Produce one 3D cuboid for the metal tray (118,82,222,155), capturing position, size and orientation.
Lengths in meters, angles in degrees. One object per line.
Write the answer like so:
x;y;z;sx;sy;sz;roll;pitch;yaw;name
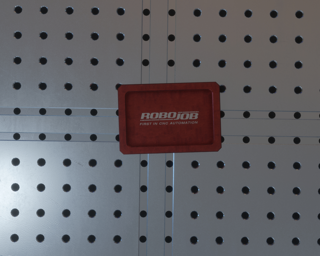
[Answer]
0.012;-0.013;0.410;0.131;0.030;0.090;-2;90;0;metal tray
